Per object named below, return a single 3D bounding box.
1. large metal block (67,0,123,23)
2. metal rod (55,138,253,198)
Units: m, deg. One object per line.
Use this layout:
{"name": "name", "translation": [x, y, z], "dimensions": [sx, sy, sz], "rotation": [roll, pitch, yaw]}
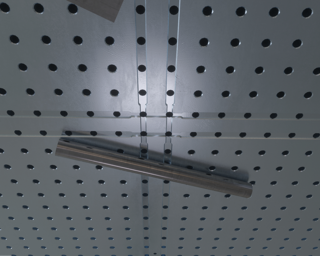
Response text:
{"name": "large metal block", "translation": [-0.041, -0.146, 0.250], "dimensions": [0.050, 0.080, 0.080], "rotation": [21, 127, -17]}
{"name": "metal rod", "translation": [0.000, 0.063, 0.465], "dimensions": [0.302, 0.025, 0.025], "rotation": [15, 129, -13]}
